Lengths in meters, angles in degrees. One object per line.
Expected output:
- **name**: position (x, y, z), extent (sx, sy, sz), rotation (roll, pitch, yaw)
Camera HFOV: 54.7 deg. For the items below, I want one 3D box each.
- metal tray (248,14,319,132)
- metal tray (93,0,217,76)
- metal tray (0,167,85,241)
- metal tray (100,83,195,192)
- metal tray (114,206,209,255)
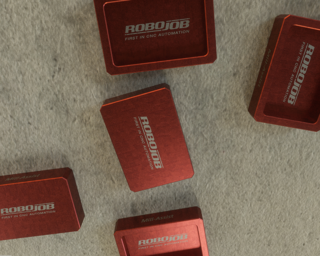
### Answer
- **metal tray**: position (0.173, -0.066, 0.385), extent (0.091, 0.030, 0.129), rotation (10, 110, -4)
- **metal tray**: position (-0.003, -0.116, 0.364), extent (0.131, 0.030, 0.089), rotation (-7, 110, 2)
- **metal tray**: position (-0.184, 0.110, 0.445), extent (0.131, 0.030, 0.089), rotation (-8, 110, 2)
- **metal tray**: position (-0.014, 0.015, 0.412), extent (0.090, 0.030, 0.129), rotation (-16, 110, 5)
- **metal tray**: position (0.005, 0.174, 0.471), extent (0.131, 0.030, 0.089), rotation (-10, 110, 3)
